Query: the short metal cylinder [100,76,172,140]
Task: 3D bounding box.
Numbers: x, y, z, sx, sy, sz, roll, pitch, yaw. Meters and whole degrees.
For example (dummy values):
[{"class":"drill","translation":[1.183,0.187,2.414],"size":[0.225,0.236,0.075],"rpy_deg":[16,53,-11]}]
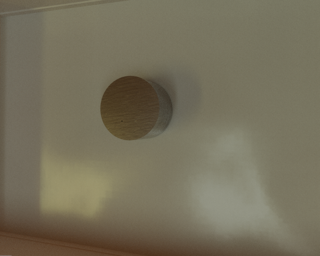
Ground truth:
[{"class":"short metal cylinder","translation":[-0.030,-0.025,0.406],"size":[0.080,0.050,0.080],"rpy_deg":[0,90,20]}]
